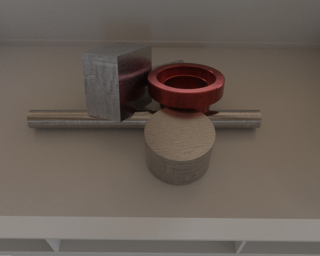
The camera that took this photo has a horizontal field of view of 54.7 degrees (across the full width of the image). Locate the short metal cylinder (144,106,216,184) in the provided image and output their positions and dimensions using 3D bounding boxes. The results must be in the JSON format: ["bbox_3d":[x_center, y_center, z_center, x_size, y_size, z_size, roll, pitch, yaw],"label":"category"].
[{"bbox_3d":[0.022,0.020,0.369,0.081,0.050,0.080,0,50,0],"label":"short metal cylinder"}]

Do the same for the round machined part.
[{"bbox_3d":[0.034,-0.049,0.408,0.099,0.042,0.098,0,33,0],"label":"round machined part"}]

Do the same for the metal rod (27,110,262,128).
[{"bbox_3d":[-0.019,-0.012,0.411,0.302,0.025,0.025,0,50,-1],"label":"metal rod"}]

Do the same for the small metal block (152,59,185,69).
[{"bbox_3d":[0.020,-0.073,0.466,0.050,0.025,0.050,-16,52,-14],"label":"small metal block"}]

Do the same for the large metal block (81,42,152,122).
[{"bbox_3d":[-0.052,-0.063,0.401,0.050,0.079,0.080,12,27,24],"label":"large metal block"}]
